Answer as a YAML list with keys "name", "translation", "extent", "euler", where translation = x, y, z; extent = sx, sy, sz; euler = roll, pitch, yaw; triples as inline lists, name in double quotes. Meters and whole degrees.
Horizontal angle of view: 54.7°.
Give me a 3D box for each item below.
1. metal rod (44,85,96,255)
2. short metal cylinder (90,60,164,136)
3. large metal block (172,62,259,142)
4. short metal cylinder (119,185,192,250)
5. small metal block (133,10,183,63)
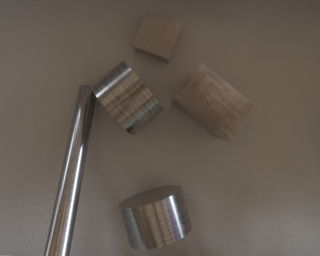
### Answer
- name: "metal rod"
  translation: [-0.103, 0.081, 0.342]
  extent: [0.025, 0.025, 0.299]
  euler: [3, 62, 0]
- name: "short metal cylinder"
  translation: [-0.040, -0.036, 0.383]
  extent: [0.050, 0.080, 0.080]
  euler: [-40, 91, 0]
- name: "large metal block"
  translation: [0.063, -0.029, 0.385]
  extent: [0.080, 0.080, 0.050]
  euler: [38, 90, -1]
- name: "short metal cylinder"
  translation: [-0.006, 0.108, 0.384]
  extent: [0.080, 0.080, 0.050]
  euler: [-16, 90, 0]
- name: "small metal block"
  translation: [-0.003, -0.120, 0.411]
  extent: [0.050, 0.025, 0.050]
  euler: [21, 90, -1]
